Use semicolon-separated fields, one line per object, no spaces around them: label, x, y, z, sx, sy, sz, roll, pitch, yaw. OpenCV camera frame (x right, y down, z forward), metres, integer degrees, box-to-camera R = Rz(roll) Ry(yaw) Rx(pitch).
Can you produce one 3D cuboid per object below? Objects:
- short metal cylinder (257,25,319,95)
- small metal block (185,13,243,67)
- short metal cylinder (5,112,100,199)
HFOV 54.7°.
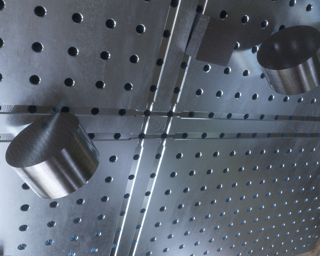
short metal cylinder;0.179;-0.091;0.417;0.080;0.080;0.050;-42;130;0
small metal block;0.066;-0.107;0.381;0.050;0.025;0.050;5;116;-31
short metal cylinder;-0.112;0.028;0.332;0.080;0.080;0.050;-30;129;-10
